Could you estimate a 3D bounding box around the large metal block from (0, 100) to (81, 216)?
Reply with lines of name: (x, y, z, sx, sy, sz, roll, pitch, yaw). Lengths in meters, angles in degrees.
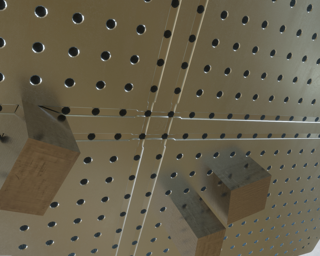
large metal block: (-0.132, 0.030, 0.321, 0.050, 0.080, 0.080, 23, 106, -37)

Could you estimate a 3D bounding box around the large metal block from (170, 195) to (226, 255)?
large metal block: (0.059, 0.173, 0.514, 0.050, 0.080, 0.079, -10, 123, -23)

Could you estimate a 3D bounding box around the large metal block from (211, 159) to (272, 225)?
large metal block: (0.138, 0.110, 0.537, 0.081, 0.050, 0.080, -15, 125, -20)
